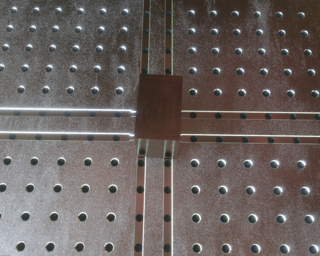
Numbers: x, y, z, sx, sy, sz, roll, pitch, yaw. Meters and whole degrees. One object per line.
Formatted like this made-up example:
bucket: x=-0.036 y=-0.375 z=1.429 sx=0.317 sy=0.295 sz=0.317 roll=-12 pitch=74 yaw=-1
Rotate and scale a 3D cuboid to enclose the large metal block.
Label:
large metal block: x=-0.001 y=-0.012 z=0.386 sx=0.050 sy=0.080 sz=0.080 roll=3 pitch=70 yaw=1
